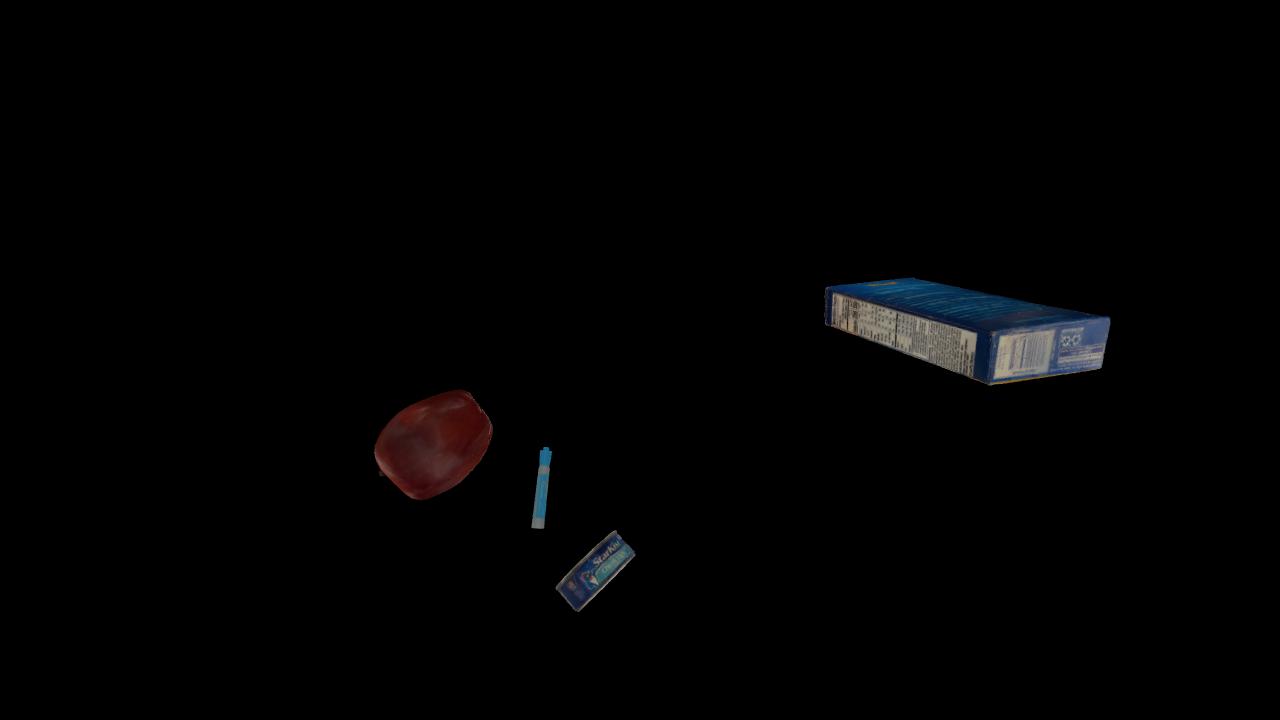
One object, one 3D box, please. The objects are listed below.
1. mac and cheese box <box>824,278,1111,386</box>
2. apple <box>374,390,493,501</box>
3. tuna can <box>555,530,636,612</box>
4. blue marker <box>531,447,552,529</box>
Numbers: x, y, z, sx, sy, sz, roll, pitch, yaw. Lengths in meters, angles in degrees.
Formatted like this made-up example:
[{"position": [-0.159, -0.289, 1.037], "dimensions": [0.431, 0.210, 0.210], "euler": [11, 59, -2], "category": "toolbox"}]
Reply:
[{"position": [0.231, -0.029, 0.468], "dimensions": [0.093, 0.041, 0.184], "euler": [-8, 17, -14], "category": "mac and cheese box"}, {"position": [-0.166, 0.067, 0.495], "dimensions": [0.093, 0.079, 0.079], "euler": [-36, 10, -13], "category": "apple"}, {"position": [-0.045, 0.217, 0.631], "dimensions": [0.034, 0.084, 0.084], "euler": [45, 13, 14], "category": "tuna can"}, {"position": [-0.148, 0.192, 0.929], "dimensions": [0.020, 0.121, 0.020], "euler": [3, -16, 1], "category": "blue marker"}]
